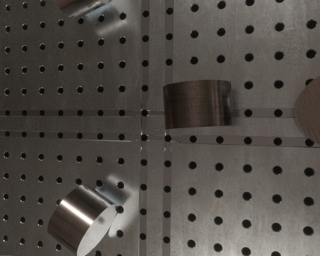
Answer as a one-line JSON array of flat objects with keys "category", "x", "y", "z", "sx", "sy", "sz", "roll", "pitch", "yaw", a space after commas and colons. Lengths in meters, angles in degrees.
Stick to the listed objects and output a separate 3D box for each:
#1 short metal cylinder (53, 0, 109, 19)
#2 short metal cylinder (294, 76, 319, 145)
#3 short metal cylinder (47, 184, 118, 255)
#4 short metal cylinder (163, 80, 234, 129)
[{"category": "short metal cylinder", "x": -0.113, "y": -0.197, "z": 0.422, "sx": 0.050, "sy": 0.080, "sz": 0.080, "roll": -19, "pitch": 84, "yaw": 19}, {"category": "short metal cylinder", "x": 0.189, "y": -0.018, "z": 0.333, "sx": 0.080, "sy": 0.050, "sz": 0.079, "roll": 0, "pitch": 90, "yaw": 19}, {"category": "short metal cylinder", "x": -0.102, "y": 0.124, "z": 0.418, "sx": 0.050, "sy": 0.080, "sz": 0.080, "roll": 30, "pitch": 100, "yaw": 17}, {"category": "short metal cylinder", "x": 0.045, "y": -0.025, "z": 0.367, "sx": 0.080, "sy": 0.080, "sz": 0.050, "roll": -3, "pitch": 89, "yaw": 19}]
